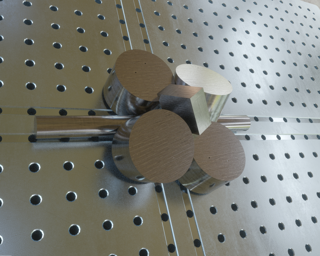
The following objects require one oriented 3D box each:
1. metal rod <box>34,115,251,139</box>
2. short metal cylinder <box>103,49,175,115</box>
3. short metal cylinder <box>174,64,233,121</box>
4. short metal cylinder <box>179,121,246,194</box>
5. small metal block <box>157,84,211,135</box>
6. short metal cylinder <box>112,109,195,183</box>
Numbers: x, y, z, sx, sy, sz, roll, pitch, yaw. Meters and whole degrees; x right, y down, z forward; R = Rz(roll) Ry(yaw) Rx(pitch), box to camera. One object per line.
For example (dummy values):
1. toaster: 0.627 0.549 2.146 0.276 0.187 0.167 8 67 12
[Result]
1. metal rod: -0.001 -0.004 0.405 0.303 0.025 0.025 -2 63 -29
2. short metal cylinder: -0.028 -0.055 0.406 0.081 0.050 0.080 14 56 -21
3. short metal cylinder: 0.052 -0.047 0.427 0.081 0.050 0.080 14 34 -9
4. short metal cylinder: 0.061 0.038 0.397 0.081 0.050 0.080 14 56 -21
5. small metal block: 0.029 -0.023 0.372 0.025 0.050 0.050 -41 128 -33
6. short metal cylinder: -0.008 0.022 0.354 0.081 0.050 0.080 5 80 -28
